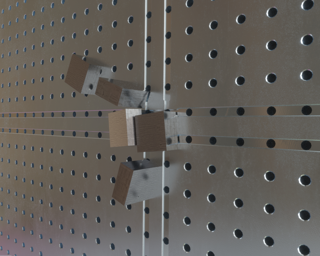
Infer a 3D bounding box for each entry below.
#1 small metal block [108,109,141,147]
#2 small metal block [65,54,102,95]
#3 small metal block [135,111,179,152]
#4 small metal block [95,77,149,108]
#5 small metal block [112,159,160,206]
[{"bbox_3d":[-0.049,0.001,0.441,0.050,0.025,0.050,-9,84,53],"label":"small metal block"},{"bbox_3d":[-0.127,-0.089,0.512,0.050,0.025,0.050,34,111,34],"label":"small metal block"},{"bbox_3d":[-0.005,0.006,0.412,0.050,0.025,0.050,-7,86,39],"label":"small metal block"},{"bbox_3d":[-0.054,-0.049,0.435,0.050,0.050,0.025,29,108,36],"label":"small metal block"},{"bbox_3d":[-0.032,0.072,0.418,0.025,0.050,0.050,25,106,37],"label":"small metal block"}]
